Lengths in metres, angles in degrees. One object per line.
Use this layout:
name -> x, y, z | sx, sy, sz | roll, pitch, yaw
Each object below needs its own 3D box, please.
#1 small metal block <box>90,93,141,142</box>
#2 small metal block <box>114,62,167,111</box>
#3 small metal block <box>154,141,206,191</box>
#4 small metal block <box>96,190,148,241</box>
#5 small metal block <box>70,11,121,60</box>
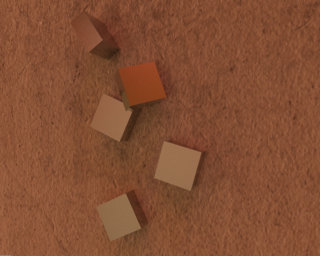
small metal block -> -0.061, -0.014, 0.430 | 0.050, 0.025, 0.050 | 26, 98, 17
small metal block -> -0.026, -0.054, 0.403 | 0.050, 0.025, 0.050 | -16, 83, -23
small metal block -> 0.026, 0.047, 0.399 | 0.050, 0.025, 0.050 | 17, 95, 19
small metal block -> -0.052, 0.120, 0.426 | 0.050, 0.025, 0.050 | -28, 81, 17
small metal block -> -0.087, -0.126, 0.425 | 0.025, 0.050, 0.050 | -36, 79, 16
